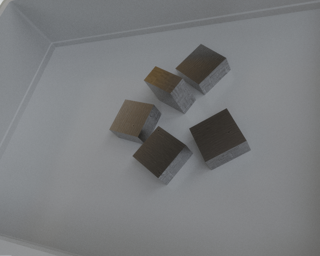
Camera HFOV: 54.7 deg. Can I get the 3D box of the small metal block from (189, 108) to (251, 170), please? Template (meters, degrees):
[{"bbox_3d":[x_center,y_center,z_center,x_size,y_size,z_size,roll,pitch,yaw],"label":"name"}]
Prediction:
[{"bbox_3d":[0.069,0.013,0.361,0.050,0.025,0.050,-29,52,9],"label":"small metal block"}]

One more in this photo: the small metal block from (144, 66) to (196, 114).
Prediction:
[{"bbox_3d":[0.014,-0.050,0.412,0.050,0.050,0.025,32,79,37],"label":"small metal block"}]

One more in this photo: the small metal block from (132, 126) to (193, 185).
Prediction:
[{"bbox_3d":[0.003,0.033,0.382,0.050,0.025,0.050,35,81,38],"label":"small metal block"}]

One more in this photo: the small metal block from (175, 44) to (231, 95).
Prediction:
[{"bbox_3d":[0.059,-0.081,0.423,0.050,0.025,0.050,-44,51,-3],"label":"small metal block"}]

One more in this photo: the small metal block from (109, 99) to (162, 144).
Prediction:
[{"bbox_3d":[-0.034,-0.009,0.427,0.050,0.025,0.050,13,68,33],"label":"small metal block"}]
